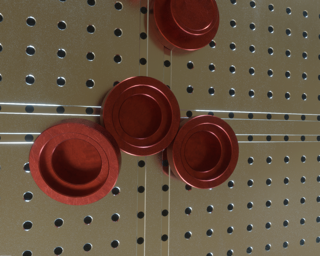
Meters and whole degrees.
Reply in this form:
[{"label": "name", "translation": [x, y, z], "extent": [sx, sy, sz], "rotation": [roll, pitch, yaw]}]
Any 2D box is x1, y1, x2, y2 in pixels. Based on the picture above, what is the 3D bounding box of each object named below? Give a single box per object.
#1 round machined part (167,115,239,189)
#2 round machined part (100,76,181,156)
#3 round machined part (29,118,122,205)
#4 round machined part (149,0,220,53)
[{"label": "round machined part", "translation": [0.055, 0.031, 0.425], "extent": [0.099, 0.042, 0.097], "rotation": [0, 90, -21]}, {"label": "round machined part", "translation": [-0.027, -0.015, 0.394], "extent": [0.099, 0.042, 0.097], "rotation": [0, 90, -21]}, {"label": "round machined part", "translation": [-0.093, 0.036, 0.357], "extent": [0.099, 0.042, 0.097], "rotation": [0, 106, 1]}, {"label": "round machined part", "translation": [0.038, -0.154, 0.419], "extent": [0.099, 0.042, 0.097], "rotation": [0, 90, -20]}]
